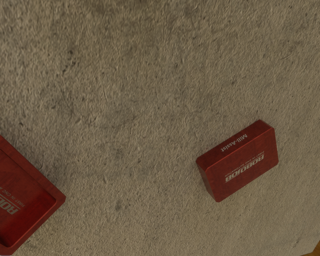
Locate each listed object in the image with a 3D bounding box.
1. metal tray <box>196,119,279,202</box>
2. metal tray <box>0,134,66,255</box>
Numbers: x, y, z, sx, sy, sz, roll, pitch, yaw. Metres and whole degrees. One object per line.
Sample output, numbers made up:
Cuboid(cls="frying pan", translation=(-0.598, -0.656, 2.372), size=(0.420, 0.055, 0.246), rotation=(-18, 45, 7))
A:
Cuboid(cls="metal tray", translation=(0.130, 0.055, 0.509), size=(0.131, 0.030, 0.090), rotation=(-31, 129, -9))
Cuboid(cls="metal tray", translation=(-0.170, 0.071, 0.325), size=(0.090, 0.030, 0.130), rotation=(-46, 140, -20))
